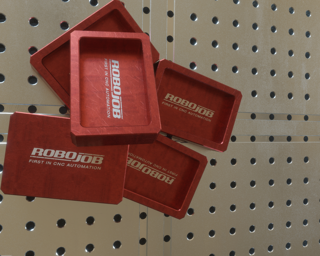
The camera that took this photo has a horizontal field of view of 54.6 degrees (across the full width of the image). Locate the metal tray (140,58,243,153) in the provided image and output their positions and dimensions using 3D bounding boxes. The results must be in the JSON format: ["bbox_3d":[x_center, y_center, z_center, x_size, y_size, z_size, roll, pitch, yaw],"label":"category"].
[{"bbox_3d":[0.041,-0.028,0.423,0.131,0.030,0.090,19,84,-19],"label":"metal tray"}]

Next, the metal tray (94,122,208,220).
[{"bbox_3d":[-0.012,0.053,0.404,0.131,0.030,0.090,27,82,-18],"label":"metal tray"}]

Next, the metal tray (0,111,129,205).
[{"bbox_3d":[-0.103,0.034,0.354,0.131,0.030,0.090,7,88,-6],"label":"metal tray"}]

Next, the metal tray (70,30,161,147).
[{"bbox_3d":[-0.052,-0.046,0.345,0.091,0.030,0.130,-2,67,-13],"label":"metal tray"}]

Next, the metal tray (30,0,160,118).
[{"bbox_3d":[-0.077,-0.083,0.380,0.130,0.030,0.090,-41,102,-15],"label":"metal tray"}]
